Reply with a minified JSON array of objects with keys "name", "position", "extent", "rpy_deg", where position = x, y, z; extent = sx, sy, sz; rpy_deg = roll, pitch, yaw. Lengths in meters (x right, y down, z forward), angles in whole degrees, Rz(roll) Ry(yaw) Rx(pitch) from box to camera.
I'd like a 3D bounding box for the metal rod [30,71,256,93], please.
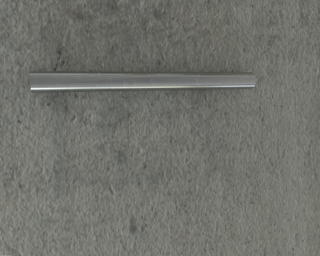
[{"name":"metal rod","position":[-0.006,-0.061,0.407],"extent":[0.303,0.025,0.025],"rpy_deg":[-4,92,-20]}]
